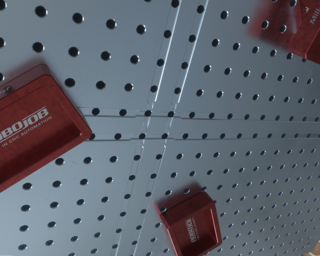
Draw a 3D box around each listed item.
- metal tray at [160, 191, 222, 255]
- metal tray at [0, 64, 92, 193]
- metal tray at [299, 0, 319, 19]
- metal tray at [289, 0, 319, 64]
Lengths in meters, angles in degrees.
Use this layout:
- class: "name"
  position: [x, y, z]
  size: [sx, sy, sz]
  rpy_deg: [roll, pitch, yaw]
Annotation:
- class: "metal tray"
  position: [0.059, 0.182, 0.551]
  size: [0.090, 0.030, 0.129]
  rpy_deg: [-26, 128, -13]
- class: "metal tray"
  position: [-0.151, 0.005, 0.327]
  size: [0.130, 0.030, 0.090]
  rpy_deg: [-32, 129, -7]
- class: "metal tray"
  position: [0.245, -0.170, 0.435]
  size: [0.090, 0.030, 0.130]
  rpy_deg: [-34, 129, -6]
- class: "metal tray"
  position: [0.237, -0.146, 0.405]
  size: [0.091, 0.030, 0.129]
  rpy_deg: [9, 114, -32]
